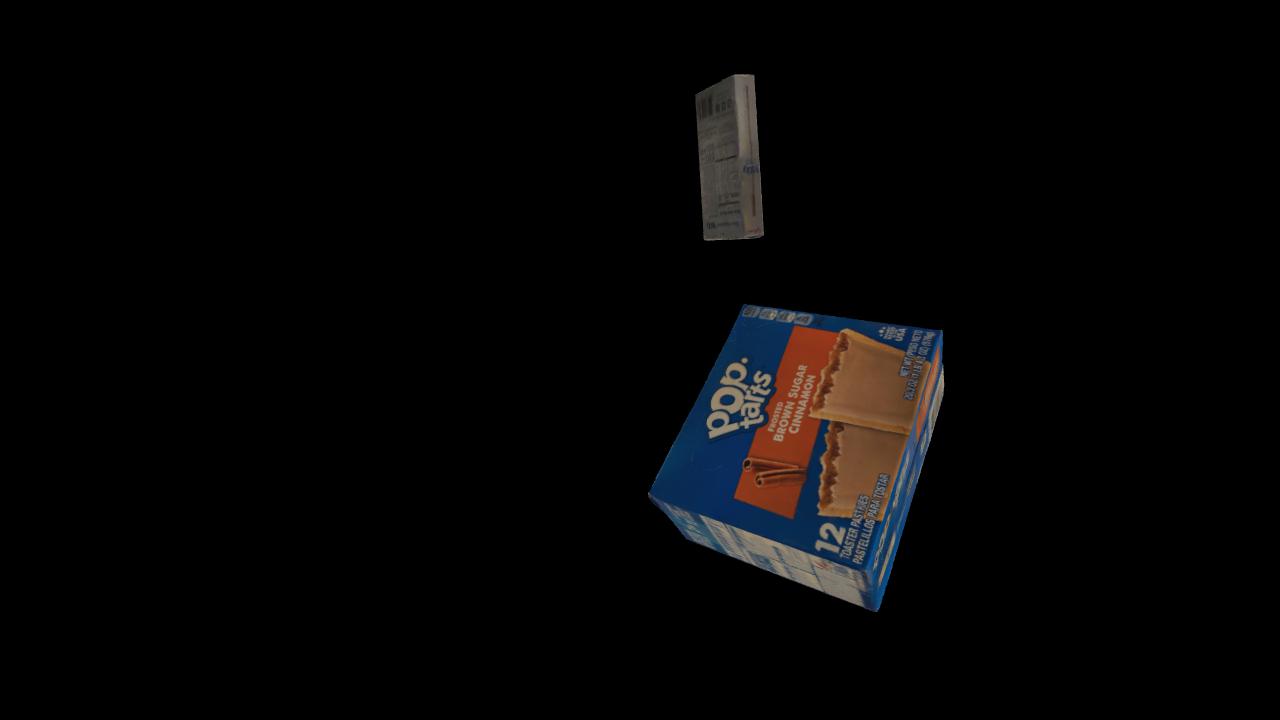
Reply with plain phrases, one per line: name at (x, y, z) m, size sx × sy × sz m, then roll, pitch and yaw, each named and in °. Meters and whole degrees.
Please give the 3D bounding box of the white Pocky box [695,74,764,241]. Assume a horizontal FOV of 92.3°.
white Pocky box at (0.090, -0.202, 0.632) m, size 0.028 × 0.154 × 0.084 m, roll -10°, pitch 13°, yaw -22°

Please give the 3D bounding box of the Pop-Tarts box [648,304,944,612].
Pop-Tarts box at (0.111, 0.055, 0.417) m, size 0.141 × 0.167 × 0.083 m, roll 12°, pitch -31°, yaw 34°
